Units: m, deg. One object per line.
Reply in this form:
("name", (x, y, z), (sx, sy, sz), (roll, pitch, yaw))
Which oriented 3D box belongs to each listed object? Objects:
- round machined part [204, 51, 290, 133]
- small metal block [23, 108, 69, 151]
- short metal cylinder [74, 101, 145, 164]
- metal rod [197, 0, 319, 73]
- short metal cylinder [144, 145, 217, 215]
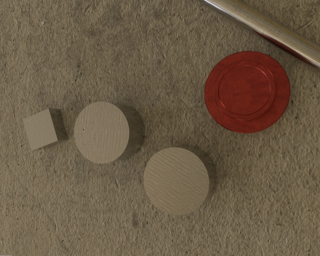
("round machined part", (0.100, -0.042, 0.364), (0.098, 0.042, 0.097), (0, 90, 20))
("small metal block", (-0.173, 0.003, 0.470), (0.050, 0.025, 0.050), (-20, 83, 18))
("short metal cylinder", (-0.067, 0.006, 0.419), (0.080, 0.050, 0.079), (0, 90, 20))
("metal rod", (0.095, -0.140, 0.375), (0.300, 0.025, 0.025), (37, 102, 16))
("short metal cylinder", (0.026, 0.062, 0.386), (0.080, 0.050, 0.079), (0, 90, 20))
